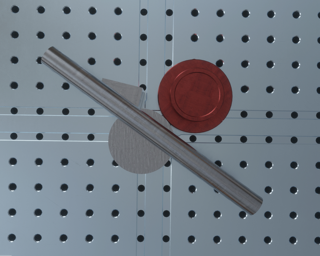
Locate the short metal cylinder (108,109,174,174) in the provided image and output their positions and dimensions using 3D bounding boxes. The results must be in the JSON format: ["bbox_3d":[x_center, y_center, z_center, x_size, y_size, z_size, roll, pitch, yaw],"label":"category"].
[{"bbox_3d":[-0.023,0.016,0.401,0.081,0.050,0.079,0,90,-1],"label":"short metal cylinder"}]

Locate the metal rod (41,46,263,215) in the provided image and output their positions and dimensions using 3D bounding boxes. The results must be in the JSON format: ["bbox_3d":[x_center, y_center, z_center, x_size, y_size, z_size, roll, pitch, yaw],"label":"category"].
[{"bbox_3d":[-0.009,0.004,0.363,0.301,0.025,0.025,36,90,-1],"label":"metal rod"}]

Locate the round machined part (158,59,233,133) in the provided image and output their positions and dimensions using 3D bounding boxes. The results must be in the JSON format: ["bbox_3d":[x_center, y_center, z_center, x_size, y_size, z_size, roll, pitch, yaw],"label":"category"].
[{"bbox_3d":[0.046,-0.042,0.405,0.099,0.042,0.097,0,90,-1],"label":"round machined part"}]

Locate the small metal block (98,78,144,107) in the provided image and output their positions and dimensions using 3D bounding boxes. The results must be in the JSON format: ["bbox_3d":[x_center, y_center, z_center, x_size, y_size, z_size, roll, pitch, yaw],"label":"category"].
[{"bbox_3d":[-0.048,-0.043,0.400,0.050,0.050,0.025,14,90,-1],"label":"small metal block"}]
